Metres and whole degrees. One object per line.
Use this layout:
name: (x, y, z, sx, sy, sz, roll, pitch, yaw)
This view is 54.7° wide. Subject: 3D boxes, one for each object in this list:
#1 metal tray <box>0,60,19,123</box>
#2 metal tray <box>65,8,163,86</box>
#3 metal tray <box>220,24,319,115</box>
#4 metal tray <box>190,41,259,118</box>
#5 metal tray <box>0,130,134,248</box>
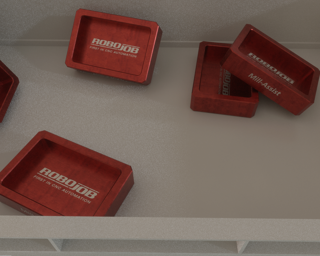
metal tray: (-0.248, -0.073, 0.395, 0.030, 0.130, 0.090, -15, 48, 17)
metal tray: (-0.070, -0.122, 0.469, 0.131, 0.030, 0.089, 14, 93, 11)
metal tray: (0.159, -0.086, 0.441, 0.130, 0.030, 0.090, 34, 49, 2)
metal tray: (0.098, -0.077, 0.467, 0.090, 0.030, 0.130, 8, 50, 6)
metal tray: (-0.107, 0.062, 0.348, 0.130, 0.030, 0.090, 20, 53, 16)
